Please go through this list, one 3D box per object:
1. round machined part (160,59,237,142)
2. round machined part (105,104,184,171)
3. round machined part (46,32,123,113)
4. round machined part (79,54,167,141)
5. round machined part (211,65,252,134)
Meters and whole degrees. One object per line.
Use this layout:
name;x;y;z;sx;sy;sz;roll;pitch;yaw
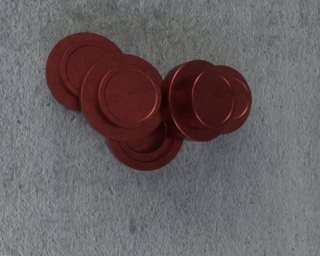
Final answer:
round machined part;0.052;-0.032;0.366;0.099;0.042;0.097;1;88;-33
round machined part;-0.022;0.003;0.394;0.099;0.042;0.097;0;90;-21
round machined part;-0.084;-0.066;0.370;0.099;0.042;0.097;0;90;-21
round machined part;-0.037;-0.034;0.343;0.099;0.042;0.097;0;90;-21
round machined part;0.088;-0.040;0.435;0.099;0.042;0.097;0;90;-21
